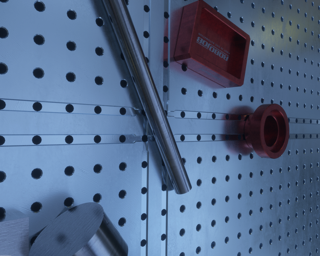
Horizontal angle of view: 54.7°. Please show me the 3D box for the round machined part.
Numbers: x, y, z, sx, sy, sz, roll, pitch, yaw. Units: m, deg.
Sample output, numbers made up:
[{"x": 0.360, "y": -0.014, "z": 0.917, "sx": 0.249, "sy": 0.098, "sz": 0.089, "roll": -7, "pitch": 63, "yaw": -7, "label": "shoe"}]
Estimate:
[{"x": 0.190, "y": 0.006, "z": 0.561, "sx": 0.099, "sy": 0.042, "sz": 0.097, "roll": 0, "pitch": 90, "yaw": -40, "label": "round machined part"}]

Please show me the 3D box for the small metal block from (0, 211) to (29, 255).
[{"x": -0.151, "y": 0.108, "z": 0.284, "sx": 0.050, "sy": 0.025, "sz": 0.050, "roll": 0, "pitch": 90, "yaw": -40, "label": "small metal block"}]

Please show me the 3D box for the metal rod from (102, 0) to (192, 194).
[{"x": -0.016, "y": -0.047, "z": 0.397, "sx": 0.025, "sy": 0.025, "sz": 0.298, "roll": -33, "pitch": 110, "yaw": -36, "label": "metal rod"}]

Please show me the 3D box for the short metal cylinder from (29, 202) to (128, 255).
[{"x": -0.079, "y": 0.121, "z": 0.309, "sx": 0.080, "sy": 0.080, "sz": 0.050, "roll": -42, "pitch": 116, "yaw": -32, "label": "short metal cylinder"}]

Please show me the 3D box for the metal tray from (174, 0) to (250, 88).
[{"x": 0.086, "y": -0.125, "z": 0.479, "sx": 0.131, "sy": 0.030, "sz": 0.090, "roll": 18, "pitch": 79, "yaw": -39, "label": "metal tray"}]
